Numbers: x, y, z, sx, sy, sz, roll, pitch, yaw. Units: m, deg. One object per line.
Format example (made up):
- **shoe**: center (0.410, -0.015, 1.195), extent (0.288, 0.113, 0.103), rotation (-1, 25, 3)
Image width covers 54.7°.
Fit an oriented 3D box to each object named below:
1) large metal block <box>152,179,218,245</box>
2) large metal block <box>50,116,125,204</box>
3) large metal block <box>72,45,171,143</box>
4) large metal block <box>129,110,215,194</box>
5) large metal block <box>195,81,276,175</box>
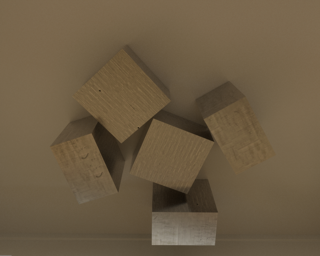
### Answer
- **large metal block**: center (0.030, 0.112, 0.423), extent (0.081, 0.080, 0.050), rotation (1, 110, -1)
- **large metal block**: center (-0.086, 0.035, 0.392), extent (0.050, 0.080, 0.080), rotation (-18, 109, 6)
- **large metal block**: center (-0.044, -0.043, 0.380), extent (0.080, 0.050, 0.080), rotation (-40, 106, 13)
- **large metal block**: center (0.014, 0.029, 0.407), extent (0.080, 0.050, 0.079), rotation (21, 109, -8)
- **large metal block**: center (0.089, -0.003, 0.380), extent (0.050, 0.080, 0.080), rotation (-29, 108, 10)
